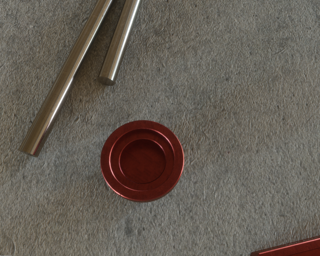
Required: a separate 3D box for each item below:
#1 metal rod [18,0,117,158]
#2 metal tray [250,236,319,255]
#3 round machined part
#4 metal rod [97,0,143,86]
[{"bbox_3d":[-0.118,-0.100,0.443,0.025,0.025,0.300,18,71,6],"label":"metal rod"},{"bbox_3d":[0.178,0.172,0.344,0.131,0.030,0.090,-12,71,-5],"label":"metal tray"},{"bbox_3d":[-0.021,0.043,0.383,0.099,0.042,0.098,0,70,-1],"label":"round machined part"},{"bbox_3d":[-0.039,-0.201,0.481,0.025,0.025,0.299,13,70,4],"label":"metal rod"}]
